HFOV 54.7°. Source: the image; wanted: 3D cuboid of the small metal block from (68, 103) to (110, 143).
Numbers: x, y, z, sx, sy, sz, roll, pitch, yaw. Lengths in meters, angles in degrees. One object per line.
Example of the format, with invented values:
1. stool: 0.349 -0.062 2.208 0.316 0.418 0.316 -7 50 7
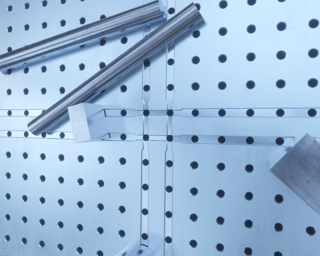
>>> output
1. small metal block: -0.099 -0.007 0.434 0.025 0.050 0.050 -14 86 19

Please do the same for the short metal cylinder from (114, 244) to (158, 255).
1. short metal cylinder: -0.038 0.204 0.413 0.080 0.050 0.079 0 90 20

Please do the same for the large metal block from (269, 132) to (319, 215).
1. large metal block: 0.165 0.050 0.325 0.080 0.080 0.050 44 104 14

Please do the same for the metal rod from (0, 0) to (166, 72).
1. metal rod: -0.136 -0.130 0.460 0.301 0.025 0.025 -12 86 19

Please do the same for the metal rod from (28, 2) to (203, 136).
1. metal rod: -0.073 -0.074 0.438 0.300 0.025 0.025 -32 80 17
